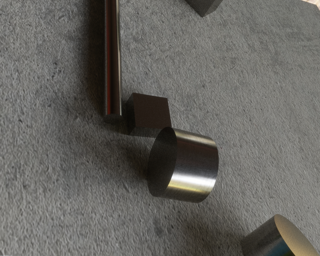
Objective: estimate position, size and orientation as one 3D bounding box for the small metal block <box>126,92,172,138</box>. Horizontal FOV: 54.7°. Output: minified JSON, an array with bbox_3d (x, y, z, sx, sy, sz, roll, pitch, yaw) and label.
[{"bbox_3d":[-0.015,-0.016,0.407,0.050,0.025,0.050,7,59,-25],"label":"small metal block"}]

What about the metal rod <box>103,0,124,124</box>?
[{"bbox_3d":[-0.070,-0.141,0.453,0.025,0.025,0.299,9,58,-24],"label":"metal rod"}]

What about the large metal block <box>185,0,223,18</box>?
[{"bbox_3d":[0.086,-0.272,0.583,0.080,0.080,0.050,46,51,4],"label":"large metal block"}]

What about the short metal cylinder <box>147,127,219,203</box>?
[{"bbox_3d":[0.024,0.043,0.357,0.050,0.080,0.080,14,56,-21],"label":"short metal cylinder"}]

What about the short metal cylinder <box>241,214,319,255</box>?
[{"bbox_3d":[0.141,0.147,0.354,0.080,0.050,0.080,37,21,-17],"label":"short metal cylinder"}]
